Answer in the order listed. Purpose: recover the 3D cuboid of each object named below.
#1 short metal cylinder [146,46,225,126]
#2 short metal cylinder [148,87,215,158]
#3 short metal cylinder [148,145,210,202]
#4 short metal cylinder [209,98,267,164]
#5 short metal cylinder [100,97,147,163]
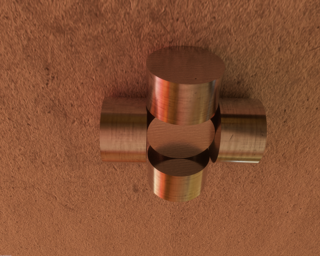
[{"bbox_3d":[0.025,-0.047,0.332,0.081,0.080,0.050,1,130,-2],"label":"short metal cylinder"},{"bbox_3d":[0.025,-0.008,0.386,0.081,0.050,0.079,0,130,0],"label":"short metal cylinder"},{"bbox_3d":[0.024,0.052,0.417,0.081,0.080,0.050,0,130,-1],"label":"short metal cylinder"},{"bbox_3d":[0.090,0.003,0.377,0.050,0.080,0.079,2,130,-2],"label":"short metal cylinder"},{"bbox_3d":[-0.041,0.002,0.375,0.050,0.080,0.079,2,130,-2],"label":"short metal cylinder"}]
